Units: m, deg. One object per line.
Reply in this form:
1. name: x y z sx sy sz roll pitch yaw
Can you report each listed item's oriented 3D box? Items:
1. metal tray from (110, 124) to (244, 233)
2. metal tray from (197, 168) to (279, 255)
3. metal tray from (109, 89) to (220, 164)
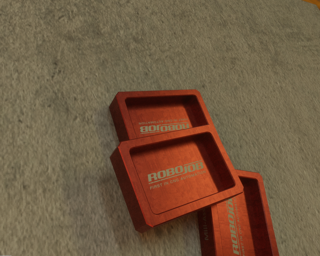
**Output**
1. metal tray: 0.021 0.050 0.343 0.131 0.030 0.090 -10 67 -33
2. metal tray: 0.093 0.116 0.382 0.091 0.030 0.130 11 57 -23
3. metal tray: 0.008 -0.005 0.409 0.131 0.030 0.090 -6 65 -31
